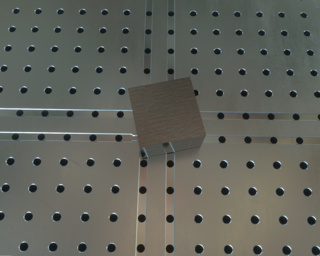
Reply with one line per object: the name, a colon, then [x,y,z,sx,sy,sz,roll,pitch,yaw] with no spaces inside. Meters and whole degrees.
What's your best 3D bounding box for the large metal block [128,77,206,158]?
large metal block: [0.007,-0.013,0.402,0.080,0.050,0.080,-11,71,-4]
